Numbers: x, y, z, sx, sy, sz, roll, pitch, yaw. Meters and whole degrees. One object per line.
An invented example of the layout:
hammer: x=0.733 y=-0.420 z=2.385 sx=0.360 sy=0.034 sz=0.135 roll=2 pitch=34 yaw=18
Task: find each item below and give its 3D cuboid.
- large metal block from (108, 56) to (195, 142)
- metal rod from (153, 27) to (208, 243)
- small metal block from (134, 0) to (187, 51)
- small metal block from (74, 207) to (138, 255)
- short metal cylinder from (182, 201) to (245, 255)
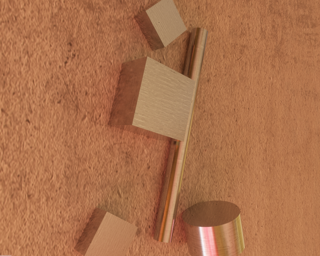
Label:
large metal block: x=-0.009 y=-0.032 z=0.383 sx=0.080 sy=0.050 sz=0.080 roll=19 pitch=78 yaw=-39
metal rod: x=0.031 y=0.003 z=0.432 sx=0.025 sy=0.025 sz=0.299 roll=18 pitch=79 yaw=-39
small metal block: x=0.001 y=-0.138 z=0.408 sx=0.050 sy=0.025 sz=0.050 roll=-46 pitch=118 yaw=-30
small metal block: x=-0.061 y=0.126 z=0.356 sx=0.050 sy=0.025 sz=0.050 roll=40 pitch=66 yaw=-33
short metal cylinder: x=0.075 y=0.142 z=0.435 sx=0.081 sy=0.080 sz=0.050 roll=-17 pitch=101 yaw=-39
